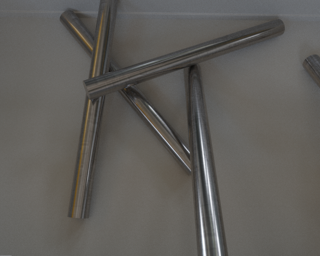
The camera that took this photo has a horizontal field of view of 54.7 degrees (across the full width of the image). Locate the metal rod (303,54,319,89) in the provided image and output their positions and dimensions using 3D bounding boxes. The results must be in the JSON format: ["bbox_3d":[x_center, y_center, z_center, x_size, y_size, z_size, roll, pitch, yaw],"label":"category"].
[{"bbox_3d":[0.241,0.013,0.348,0.025,0.025,0.300,-9,48,-3],"label":"metal rod"}]

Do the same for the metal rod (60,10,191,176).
[{"bbox_3d":[-0.048,-0.058,0.430,0.025,0.025,0.300,-37,74,-12],"label":"metal rod"}]

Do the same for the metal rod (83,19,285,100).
[{"bbox_3d":[0.045,-0.099,0.421,0.302,0.025,0.025,-22,71,-17],"label":"metal rod"}]

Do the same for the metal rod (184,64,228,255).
[{"bbox_3d":[0.045,0.024,0.337,0.025,0.025,0.300,1,45,0],"label":"metal rod"}]

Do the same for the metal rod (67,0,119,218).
[{"bbox_3d":[-0.084,-0.038,0.403,0.025,0.025,0.299,5,77,2],"label":"metal rod"}]
